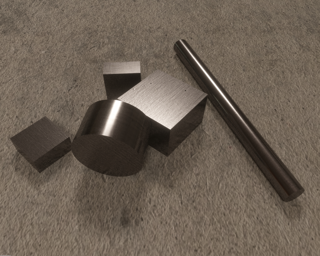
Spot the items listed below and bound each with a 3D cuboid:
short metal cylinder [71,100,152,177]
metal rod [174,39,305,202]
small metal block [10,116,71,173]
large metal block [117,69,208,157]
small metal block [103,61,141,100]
[{"bbox_3d":[-0.054,0.013,0.356,0.080,0.080,0.050,8,51,6],"label":"short metal cylinder"},{"bbox_3d":[0.091,-0.032,0.430,0.025,0.025,0.300,-17,52,-14],"label":"metal rod"},{"bbox_3d":[-0.146,0.020,0.385,0.050,0.025,0.050,35,58,25],"label":"small metal block"},{"bbox_3d":[0.003,-0.022,0.402,0.080,0.050,0.080,31,52,23],"label":"large metal block"},{"bbox_3d":[-0.052,-0.067,0.442,0.050,0.050,0.025,-3,50,-3],"label":"small metal block"}]
